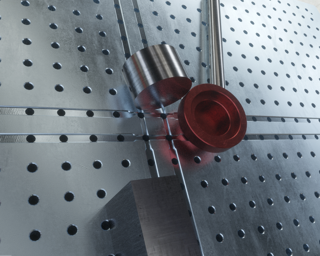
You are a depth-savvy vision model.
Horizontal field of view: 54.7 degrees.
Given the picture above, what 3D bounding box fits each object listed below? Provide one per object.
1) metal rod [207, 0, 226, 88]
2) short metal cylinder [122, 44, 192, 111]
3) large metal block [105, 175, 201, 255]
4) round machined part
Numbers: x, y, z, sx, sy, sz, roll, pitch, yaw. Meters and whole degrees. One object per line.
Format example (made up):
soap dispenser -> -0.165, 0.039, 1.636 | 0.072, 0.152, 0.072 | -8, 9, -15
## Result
metal rod -> 0.100, -0.157, 0.560 | 0.025, 0.025, 0.300 | 17, 55, -19
short metal cylinder -> -0.004, -0.065, 0.412 | 0.081, 0.080, 0.050 | -9, 67, -32
large metal block -> -0.011, 0.100, 0.307 | 0.050, 0.080, 0.080 | -2, 63, -30
round machined part -> 0.069, -0.011, 0.438 | 0.099, 0.042, 0.098 | 9, 63, -19
